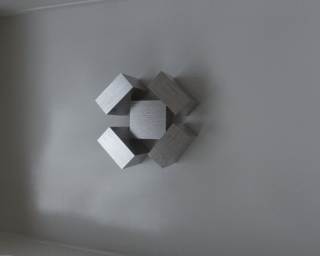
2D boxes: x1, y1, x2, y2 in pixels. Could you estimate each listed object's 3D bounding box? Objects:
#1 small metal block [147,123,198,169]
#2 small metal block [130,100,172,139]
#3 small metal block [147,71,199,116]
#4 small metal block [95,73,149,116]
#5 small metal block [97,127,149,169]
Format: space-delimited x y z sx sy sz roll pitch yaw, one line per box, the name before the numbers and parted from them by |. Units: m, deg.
small metal block | 0.017 0.021 0.388 0.025 0.050 0.050 42 102 14
small metal block | -0.012 -0.011 0.412 0.050 0.025 0.050 1 90 20
small metal block | 0.018 -0.042 0.388 0.025 0.050 0.050 -46 77 13
small metal block | -0.049 -0.043 0.412 0.050 0.050 0.025 -44 76 15
small metal block | -0.047 0.025 0.412 0.050 0.050 0.025 47 105 14
